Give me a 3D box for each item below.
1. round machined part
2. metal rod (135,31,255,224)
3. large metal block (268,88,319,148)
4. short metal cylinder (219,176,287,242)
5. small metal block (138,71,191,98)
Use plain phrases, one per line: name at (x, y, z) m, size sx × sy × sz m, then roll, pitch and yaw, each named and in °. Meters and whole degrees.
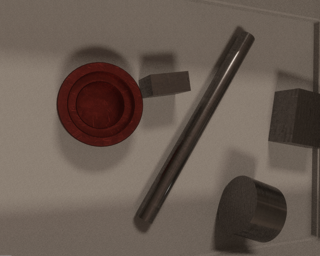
round machined part at (-0.074, -0.027, 0.375) m, size 0.099 × 0.042 × 0.097 m, roll 0°, pitch 90°, yaw -21°
metal rod at (0.054, -0.008, 0.431) m, size 0.025 × 0.025 × 0.300 m, roll 34°, pitch 79°, yaw -17°
large metal block at (0.223, -0.012, 0.482) m, size 0.081 × 0.050 × 0.080 m, roll 10°, pitch 87°, yaw -20°
short metal cylinder at (0.126, 0.112, 0.430) m, size 0.050 × 0.080 × 0.080 m, roll 22°, pitch 83°, yaw -19°
small metal block at (0.005, -0.055, 0.400) m, size 0.050 × 0.050 × 0.025 m, roll -9°, pitch 94°, yaw -20°
